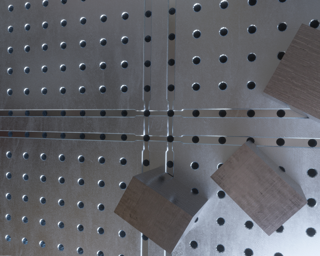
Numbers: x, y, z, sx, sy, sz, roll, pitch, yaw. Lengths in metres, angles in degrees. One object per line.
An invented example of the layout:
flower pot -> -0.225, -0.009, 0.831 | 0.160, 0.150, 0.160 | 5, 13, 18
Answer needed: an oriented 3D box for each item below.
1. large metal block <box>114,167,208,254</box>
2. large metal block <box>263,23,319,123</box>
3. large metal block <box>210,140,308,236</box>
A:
large metal block -> 0.004, 0.096, 0.382 | 0.080, 0.080, 0.050 | 32, 100, 17
large metal block -> 0.171, -0.054, 0.339 | 0.080, 0.050, 0.080 | 30, 100, 17
large metal block -> 0.110, 0.060, 0.345 | 0.080, 0.080, 0.050 | 45, 104, 14
